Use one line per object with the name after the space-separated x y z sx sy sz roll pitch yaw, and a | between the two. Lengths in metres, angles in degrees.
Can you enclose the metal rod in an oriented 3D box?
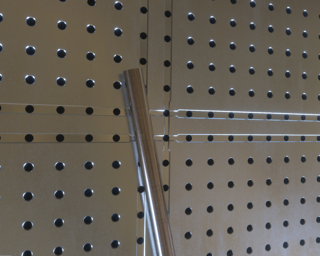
-0.009 0.072 0.410 0.025 0.025 0.298 -12 94 -20 | metal rod
